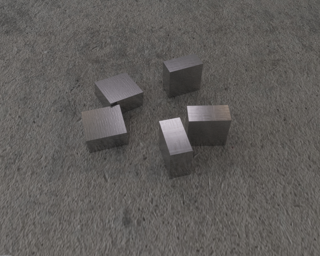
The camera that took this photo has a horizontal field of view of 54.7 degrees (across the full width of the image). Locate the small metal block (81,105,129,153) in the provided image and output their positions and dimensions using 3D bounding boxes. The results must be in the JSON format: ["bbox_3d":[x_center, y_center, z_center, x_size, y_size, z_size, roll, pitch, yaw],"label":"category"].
[{"bbox_3d":[-0.072,0.000,0.402,0.050,0.025,0.050,-12,51,-10],"label":"small metal block"}]

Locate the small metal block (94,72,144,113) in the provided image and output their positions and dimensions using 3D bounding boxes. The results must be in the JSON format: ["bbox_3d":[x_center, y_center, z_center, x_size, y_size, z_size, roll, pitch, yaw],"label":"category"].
[{"bbox_3d":[-0.058,-0.049,0.441,0.050,0.025,0.050,-23,54,-25],"label":"small metal block"}]

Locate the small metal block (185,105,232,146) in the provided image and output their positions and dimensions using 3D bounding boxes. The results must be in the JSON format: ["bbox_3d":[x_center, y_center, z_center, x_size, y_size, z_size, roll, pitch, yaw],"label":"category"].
[{"bbox_3d":[0.058,-0.002,0.389,0.050,0.050,0.025,-2,50,-1],"label":"small metal block"}]

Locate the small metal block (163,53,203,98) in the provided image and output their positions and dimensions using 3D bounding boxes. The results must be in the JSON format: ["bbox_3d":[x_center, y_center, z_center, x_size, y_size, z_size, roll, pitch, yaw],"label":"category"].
[{"bbox_3d":[0.032,-0.075,0.450,0.050,0.050,0.025,-17,52,-14],"label":"small metal block"}]

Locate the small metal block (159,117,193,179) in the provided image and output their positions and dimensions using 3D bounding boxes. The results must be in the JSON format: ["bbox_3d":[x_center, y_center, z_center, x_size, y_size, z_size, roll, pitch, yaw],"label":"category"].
[{"bbox_3d":[0.017,0.024,0.367,0.025,0.050,0.050,-11,51,-9],"label":"small metal block"}]
